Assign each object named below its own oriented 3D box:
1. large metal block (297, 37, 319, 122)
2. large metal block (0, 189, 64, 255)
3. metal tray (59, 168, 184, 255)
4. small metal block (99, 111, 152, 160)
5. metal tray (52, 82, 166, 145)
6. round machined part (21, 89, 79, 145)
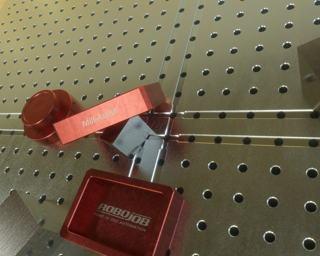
[{"bbox_3d":[0.190,-0.055,0.307,0.080,0.080,0.050,-23,53,14],"label":"large metal block"},{"bbox_3d":[-0.182,0.141,0.402,0.080,0.050,0.080,35,81,38],"label":"large metal block"},{"bbox_3d":[-0.047,0.104,0.365,0.130,0.030,0.090,7,65,31],"label":"metal tray"},{"bbox_3d":[-0.044,0.007,0.411,0.025,0.050,0.050,23,74,36],"label":"small metal block"},{"bbox_3d":[-0.064,-0.022,0.415,0.130,0.090,0.030,-21,96,15],"label":"metal tray"},{"bbox_3d":[-0.187,-0.024,0.511,0.098,0.042,0.098,-13,56,21],"label":"round machined part"}]
